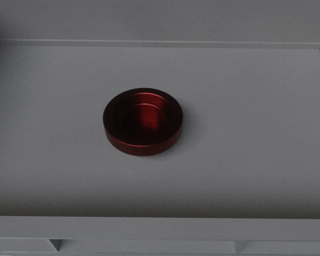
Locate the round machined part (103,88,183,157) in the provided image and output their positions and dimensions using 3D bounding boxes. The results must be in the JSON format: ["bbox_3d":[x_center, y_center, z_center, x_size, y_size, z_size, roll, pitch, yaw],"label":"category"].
[{"bbox_3d":[-0.021,-0.003,0.396,0.099,0.042,0.098,0,50,0],"label":"round machined part"}]
